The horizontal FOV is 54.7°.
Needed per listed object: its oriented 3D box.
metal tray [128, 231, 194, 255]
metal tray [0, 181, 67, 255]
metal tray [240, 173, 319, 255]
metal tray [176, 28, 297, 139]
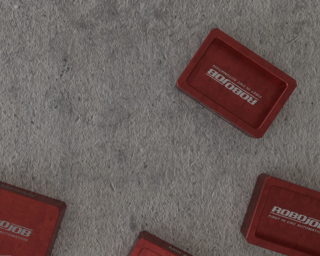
[{"bbox_3d":[0.012,0.207,0.407,0.130,0.030,0.090,28,90,0],"label":"metal tray"},{"bbox_3d":[-0.201,0.124,0.406,0.131,0.030,0.090,18,90,0],"label":"metal tray"},{"bbox_3d":[0.184,0.122,0.408,0.131,0.030,0.090,18,90,0],"label":"metal tray"},{"bbox_3d":[0.098,-0.057,0.407,0.130,0.030,0.090,34,90,0],"label":"metal tray"}]
